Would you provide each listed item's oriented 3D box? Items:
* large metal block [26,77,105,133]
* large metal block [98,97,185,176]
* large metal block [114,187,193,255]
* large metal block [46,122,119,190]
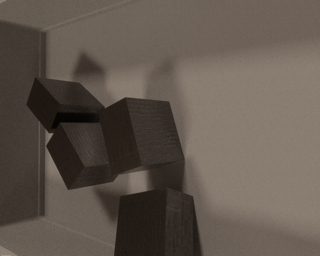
[{"bbox_3d":[-0.150,-0.035,0.492,0.080,0.081,0.050,41,115,32],"label":"large metal block"},{"bbox_3d":[-0.022,0.011,0.387,0.050,0.081,0.080,-23,76,37],"label":"large metal block"},{"bbox_3d":[-0.007,0.123,0.378,0.080,0.050,0.080,-19,56,38],"label":"large metal block"},{"bbox_3d":[-0.106,0.038,0.456,0.050,0.081,0.080,-51,60,28],"label":"large metal block"}]
